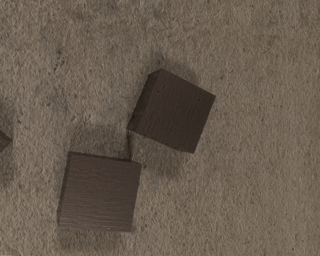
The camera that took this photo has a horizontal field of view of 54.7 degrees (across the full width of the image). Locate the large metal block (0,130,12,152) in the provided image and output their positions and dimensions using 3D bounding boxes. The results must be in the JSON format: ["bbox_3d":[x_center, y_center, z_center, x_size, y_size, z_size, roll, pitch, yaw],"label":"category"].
[{"bbox_3d":[-0.215,0.016,0.316,0.080,0.050,0.080,46,76,-15],"label":"large metal block"}]

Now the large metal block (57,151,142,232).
[{"bbox_3d":[-0.073,0.074,0.369,0.081,0.050,0.080,11,86,-20],"label":"large metal block"}]

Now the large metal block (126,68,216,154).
[{"bbox_3d":[0.014,-0.020,0.402,0.080,0.050,0.080,24,82,-19],"label":"large metal block"}]
